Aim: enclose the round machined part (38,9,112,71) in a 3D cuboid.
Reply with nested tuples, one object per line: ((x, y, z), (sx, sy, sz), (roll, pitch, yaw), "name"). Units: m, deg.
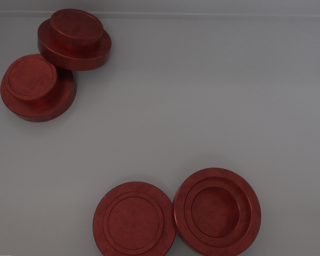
((-0.115, -0.126, 0.425), (0.099, 0.042, 0.098), (12, 48, -13), "round machined part")

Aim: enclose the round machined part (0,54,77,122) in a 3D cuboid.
((-0.168, -0.060, 0.421), (0.099, 0.042, 0.098), (0, 70, 0), "round machined part")

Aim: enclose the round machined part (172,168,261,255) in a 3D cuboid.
((0.063, 0.099, 0.361), (0.099, 0.042, 0.098), (2, 69, -6), "round machined part")

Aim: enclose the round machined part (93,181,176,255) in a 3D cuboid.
((-0.029, 0.111, 0.360), (0.099, 0.042, 0.098), (0, 70, 0), "round machined part")
